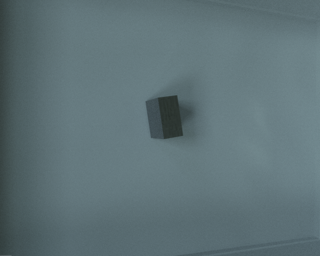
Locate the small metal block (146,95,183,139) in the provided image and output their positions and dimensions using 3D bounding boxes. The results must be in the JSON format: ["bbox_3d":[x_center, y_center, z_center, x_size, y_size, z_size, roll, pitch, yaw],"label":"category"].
[{"bbox_3d":[0.004,-0.013,0.395,0.025,0.050,0.050,-9,93,-20],"label":"small metal block"}]
